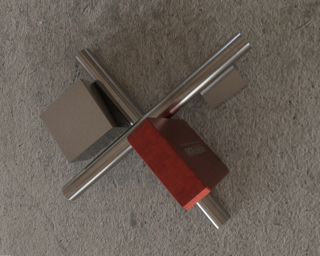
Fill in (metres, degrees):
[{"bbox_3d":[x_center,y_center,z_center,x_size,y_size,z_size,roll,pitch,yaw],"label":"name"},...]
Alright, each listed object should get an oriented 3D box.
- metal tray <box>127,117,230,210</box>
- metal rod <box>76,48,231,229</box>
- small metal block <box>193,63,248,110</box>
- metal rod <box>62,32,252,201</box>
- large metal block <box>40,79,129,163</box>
[{"bbox_3d":[0.027,0.032,0.343,0.030,0.130,0.090,-44,76,15],"label":"metal tray"},{"bbox_3d":[-0.016,0.005,0.415,0.025,0.025,0.300,-44,77,14],"label":"metal rod"},{"bbox_3d":[0.073,-0.057,0.384,0.050,0.025,0.050,-37,79,16],"label":"small metal block"},{"bbox_3d":[-0.014,-0.005,0.387,0.299,0.025,0.025,-41,78,15],"label":"metal rod"},{"bbox_3d":[-0.104,-0.009,0.431,0.080,0.050,0.080,-38,78,15],"label":"large metal block"}]
